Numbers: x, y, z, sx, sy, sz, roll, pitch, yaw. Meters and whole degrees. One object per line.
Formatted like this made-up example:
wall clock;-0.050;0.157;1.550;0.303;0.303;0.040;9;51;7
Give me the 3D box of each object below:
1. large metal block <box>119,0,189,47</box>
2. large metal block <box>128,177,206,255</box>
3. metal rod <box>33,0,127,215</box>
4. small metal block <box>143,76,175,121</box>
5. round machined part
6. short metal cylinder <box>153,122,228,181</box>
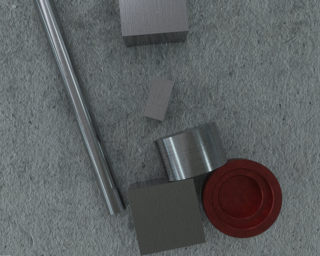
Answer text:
large metal block;-0.009;-0.153;0.397;0.081;0.050;0.079;-5;90;-1
large metal block;0.008;0.107;0.398;0.080;0.050;0.080;-11;90;-1
metal rod;-0.106;-0.031;0.408;0.025;0.025;0.298;-19;90;0
small metal block;-0.002;-0.036;0.397;0.025;0.050;0.050;16;90;0
round machined part;0.102;0.087;0.403;0.099;0.042;0.097;0;90;-1
short metal cylinder;0.037;0.028;0.383;0.080;0.080;0.050;-18;90;0
